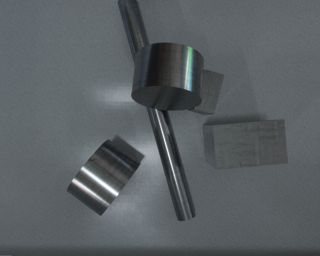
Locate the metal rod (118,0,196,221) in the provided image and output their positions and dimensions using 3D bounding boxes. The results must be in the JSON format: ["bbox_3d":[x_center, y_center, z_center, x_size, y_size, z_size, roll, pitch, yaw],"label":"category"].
[{"bbox_3d":[-0.004,-0.025,0.411,0.025,0.025,0.298,-15,90,0],"label":"metal rod"}]

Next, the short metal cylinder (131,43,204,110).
[{"bbox_3d":[0.009,-0.057,0.361,0.081,0.080,0.050,5,75,-1],"label":"short metal cylinder"}]

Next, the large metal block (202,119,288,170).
[{"bbox_3d":[0.101,0.018,0.385,0.081,0.080,0.050,-5,90,-1],"label":"large metal block"}]

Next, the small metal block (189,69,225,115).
[{"bbox_3d":[0.058,-0.044,0.399,0.025,0.050,0.050,15,90,-4],"label":"small metal block"}]

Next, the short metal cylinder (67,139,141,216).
[{"bbox_3d":[-0.068,0.060,0.383,0.050,0.080,0.080,37,90,-1],"label":"short metal cylinder"}]
